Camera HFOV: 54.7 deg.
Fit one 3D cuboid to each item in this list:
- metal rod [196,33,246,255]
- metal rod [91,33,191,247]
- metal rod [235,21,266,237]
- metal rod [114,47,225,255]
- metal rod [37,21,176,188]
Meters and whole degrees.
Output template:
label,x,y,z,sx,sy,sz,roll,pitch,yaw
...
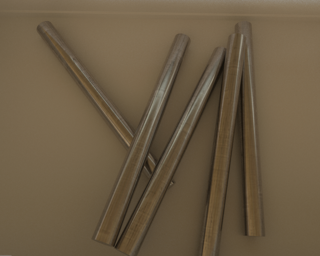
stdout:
label,x,y,z,sx,sy,sz,roll,pitch,yaw
metal rod,0.081,0.016,0.393,0.025,0.025,0.299,10,74,3
metal rod,-0.013,-0.006,0.389,0.025,0.025,0.300,17,62,6
metal rod,0.118,-0.013,0.415,0.025,0.025,0.299,3,70,1
metal rod,0.027,0.011,0.386,0.025,0.025,0.300,24,64,8
metal rod,-0.081,-0.037,0.422,0.025,0.025,0.300,-36,74,-12
